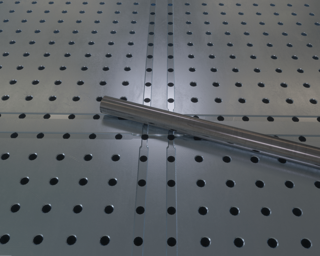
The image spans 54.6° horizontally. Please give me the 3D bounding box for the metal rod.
[{"bbox_3d":[0.064,0.003,0.405,0.301,0.025,0.025,14,52,12],"label":"metal rod"}]
